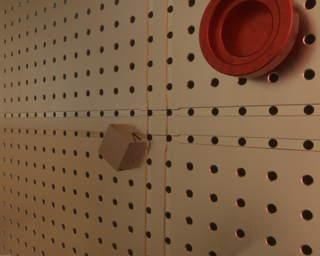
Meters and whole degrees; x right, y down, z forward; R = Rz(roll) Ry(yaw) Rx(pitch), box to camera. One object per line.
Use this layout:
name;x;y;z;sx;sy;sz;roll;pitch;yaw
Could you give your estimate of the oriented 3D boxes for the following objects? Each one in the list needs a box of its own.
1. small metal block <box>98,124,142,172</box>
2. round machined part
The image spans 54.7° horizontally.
small metal block;-0.060;0.028;0.459;0.050;0.025;0.050;39;114;33
round machined part;0.093;-0.100;0.321;0.098;0.042;0.097;0;90;40
